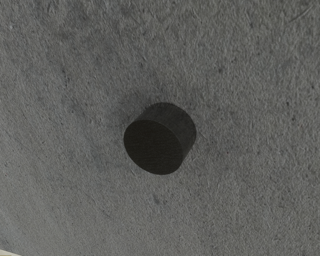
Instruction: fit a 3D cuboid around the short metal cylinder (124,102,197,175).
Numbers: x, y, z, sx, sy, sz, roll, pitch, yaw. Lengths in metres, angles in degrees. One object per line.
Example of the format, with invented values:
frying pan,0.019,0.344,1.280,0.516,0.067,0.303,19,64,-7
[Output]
short metal cylinder,0.001,0.013,0.399,0.080,0.050,0.079,13,124,20
